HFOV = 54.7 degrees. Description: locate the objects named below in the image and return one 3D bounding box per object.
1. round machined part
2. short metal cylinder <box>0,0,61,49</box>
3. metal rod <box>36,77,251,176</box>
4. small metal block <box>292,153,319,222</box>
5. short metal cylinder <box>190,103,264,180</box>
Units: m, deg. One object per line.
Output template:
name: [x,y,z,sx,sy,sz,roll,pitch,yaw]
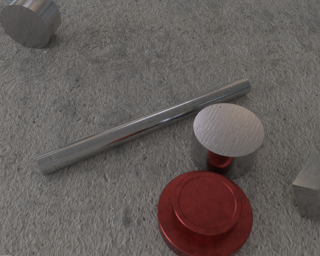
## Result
round machined part: [0.047,0.085,0.321,0.099,0.042,0.098,0,50,0]
short metal cylinder: [-0.214,-0.181,0.518,0.080,0.080,0.050,7,51,6]
metal rod: [-0.008,-0.009,0.410,0.302,0.025,0.025,-22,54,-18]
small metal block: [0.169,0.064,0.331,0.025,0.050,0.050,9,43,47]
short metal cylinder: [0.079,0.016,0.374,0.081,0.050,0.080,0,50,0]
